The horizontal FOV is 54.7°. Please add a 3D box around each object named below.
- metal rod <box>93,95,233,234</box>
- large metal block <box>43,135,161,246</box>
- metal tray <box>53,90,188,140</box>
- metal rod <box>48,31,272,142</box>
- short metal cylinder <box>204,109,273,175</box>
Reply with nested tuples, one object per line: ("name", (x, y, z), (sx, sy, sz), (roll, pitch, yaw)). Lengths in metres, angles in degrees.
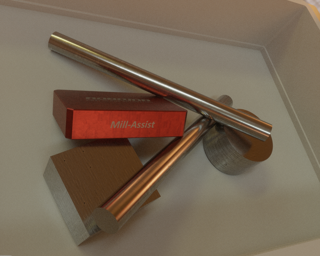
("metal rod", (0.029, 0.017, 0.364), (0.025, 0.025, 0.302), (47, 37, 4))
("large metal block", (-0.060, 0.059, 0.316), (0.081, 0.050, 0.080), (-21, 73, -36))
("metal tray", (-0.047, -0.017, 0.351), (0.131, 0.030, 0.090), (-1, 18, -27))
("metal rod", (0.000, -0.054, 0.400), (0.301, 0.025, 0.025), (24, 52, 1))
("short metal cylinder", (0.109, 0.020, 0.435), (0.081, 0.050, 0.080), (14, 56, -21))
